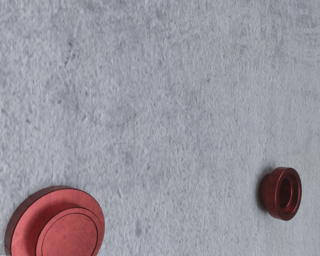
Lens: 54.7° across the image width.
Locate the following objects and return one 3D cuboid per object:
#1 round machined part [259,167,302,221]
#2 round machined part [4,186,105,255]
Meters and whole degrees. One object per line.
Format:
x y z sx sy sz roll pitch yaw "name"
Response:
0.225 0.122 0.587 0.099 0.042 0.097 0 90 -40 "round machined part"
-0.098 0.110 0.313 0.099 0.042 0.097 0 90 -40 "round machined part"
